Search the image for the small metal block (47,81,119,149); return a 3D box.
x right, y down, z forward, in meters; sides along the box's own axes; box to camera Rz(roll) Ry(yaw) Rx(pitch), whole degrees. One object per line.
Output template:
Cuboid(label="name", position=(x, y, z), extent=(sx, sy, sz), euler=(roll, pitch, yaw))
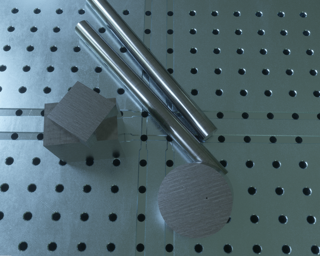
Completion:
Cuboid(label="small metal block", position=(-0.081, -0.014, 0.331), extent=(0.050, 0.025, 0.050), euler=(32, 73, 11))

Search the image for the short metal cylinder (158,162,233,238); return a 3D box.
Cuboid(label="short metal cylinder", position=(0.043, 0.080, 0.356), extent=(0.080, 0.050, 0.080), euler=(-1, 85, 14))

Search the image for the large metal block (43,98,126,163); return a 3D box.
Cuboid(label="large metal block", position=(-0.088, 0.006, 0.380), extent=(0.081, 0.080, 0.050), euler=(-5, 70, -2))

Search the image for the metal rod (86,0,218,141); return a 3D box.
Cuboid(label="metal rod", position=(-0.023, -0.104, 0.449), extent=(0.025, 0.025, 0.300), euler=(-35, 74, -12))

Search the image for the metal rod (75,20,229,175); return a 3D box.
Cuboid(label="metal rod", position=(-0.020, -0.044, 0.427), extent=(0.025, 0.025, 0.300), euler=(-39, 75, -13))
